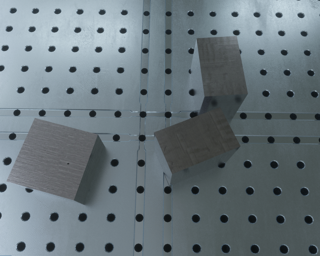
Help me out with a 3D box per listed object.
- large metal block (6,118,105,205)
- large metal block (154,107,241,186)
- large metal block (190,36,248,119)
[{"bbox_3d":[-0.123,0.042,0.382,0.080,0.050,0.080,15,71,5],"label":"large metal block"},{"bbox_3d":[0.040,0.026,0.374,0.080,0.080,0.050,-21,72,-8],"label":"large metal block"},{"bbox_3d":[0.073,-0.062,0.406,0.050,0.080,0.080,-4,70,-2],"label":"large metal block"}]
